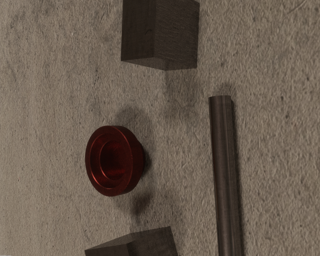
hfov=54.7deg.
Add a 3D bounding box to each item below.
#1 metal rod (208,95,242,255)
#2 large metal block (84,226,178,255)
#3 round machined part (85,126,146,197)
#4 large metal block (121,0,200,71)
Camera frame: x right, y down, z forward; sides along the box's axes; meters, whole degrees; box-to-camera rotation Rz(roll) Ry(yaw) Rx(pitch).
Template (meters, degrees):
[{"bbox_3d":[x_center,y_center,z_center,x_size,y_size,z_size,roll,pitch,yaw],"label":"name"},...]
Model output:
[{"bbox_3d":[0.075,0.114,0.341,0.025,0.025,0.298,-5,87,39],"label":"metal rod"},{"bbox_3d":[-0.035,0.166,0.396,0.080,0.081,0.050,-24,75,37],"label":"large metal block"},{"bbox_3d":[-0.059,0.045,0.440,0.098,0.042,0.097,0,90,39],"label":"round machined part"},{"bbox_3d":[0.002,-0.115,0.366,0.050,0.081,0.079,4,93,39],"label":"large metal block"}]
